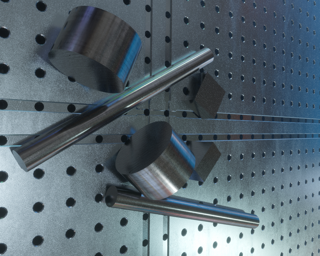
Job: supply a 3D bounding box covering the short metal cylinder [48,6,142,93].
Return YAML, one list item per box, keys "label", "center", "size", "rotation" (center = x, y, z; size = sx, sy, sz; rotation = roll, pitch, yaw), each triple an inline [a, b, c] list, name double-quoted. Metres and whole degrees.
- label: "short metal cylinder"
  center: [-0.065, -0.077, 0.319]
  size: [0.080, 0.080, 0.050]
  rotation: [32, 70, -36]

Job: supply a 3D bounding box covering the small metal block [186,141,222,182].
- label: "small metal block"
  center: [0.049, 0.045, 0.434]
  size: [0.050, 0.050, 0.025]
  rotation: [-52, 121, -27]

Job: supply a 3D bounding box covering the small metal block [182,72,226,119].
- label: "small metal block"
  center: [0.067, -0.048, 0.465]
  size: [0.050, 0.025, 0.050]
  rotation: [39, 66, -33]

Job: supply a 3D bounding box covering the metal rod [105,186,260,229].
- label: "metal rod"
  center: [0.054, 0.122, 0.454]
  size: [0.302, 0.025, 0.025]
  rotation: [21, 77, -38]

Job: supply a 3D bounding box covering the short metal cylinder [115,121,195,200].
- label: "short metal cylinder"
  center: [-0.005, 0.038, 0.369]
  size: [0.050, 0.080, 0.080]
  rotation: [50, 60, -29]

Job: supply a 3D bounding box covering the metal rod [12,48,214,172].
- label: "metal rod"
  center: [-0.032, -0.039, 0.382]
  size: [0.302, 0.025, 0.025]
  rotation: [-35, 112, -35]
